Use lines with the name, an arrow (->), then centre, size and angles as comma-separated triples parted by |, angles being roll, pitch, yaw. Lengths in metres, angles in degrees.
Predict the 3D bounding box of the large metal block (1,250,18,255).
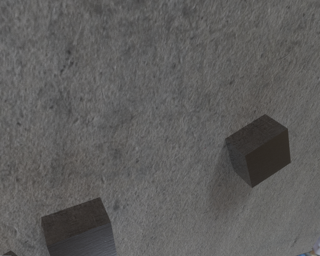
large metal block -> -0.210, 0.221, 0.394 | 0.080, 0.080, 0.050 | -30, 129, -10

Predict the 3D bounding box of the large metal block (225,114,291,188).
large metal block -> 0.161, 0.038, 0.505 | 0.080, 0.050, 0.080 | -31, 129, -9

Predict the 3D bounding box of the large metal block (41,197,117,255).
large metal block -> -0.109, 0.153, 0.427 | 0.081, 0.050, 0.079 | -16, 125, -20
